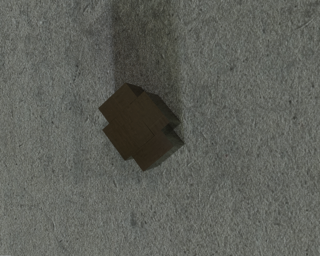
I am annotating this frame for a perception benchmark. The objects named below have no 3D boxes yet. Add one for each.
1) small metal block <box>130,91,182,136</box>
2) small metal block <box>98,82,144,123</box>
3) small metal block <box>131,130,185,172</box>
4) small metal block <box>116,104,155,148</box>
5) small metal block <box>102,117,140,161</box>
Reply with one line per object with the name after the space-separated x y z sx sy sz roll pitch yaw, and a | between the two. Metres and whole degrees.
-0.004 -0.018 0.397 0.025 0.050 0.050 -42 77 15 | small metal block
-0.045 -0.031 0.411 0.050 0.050 0.025 -41 78 15 | small metal block
-0.001 0.028 0.396 0.050 0.050 0.025 -41 78 15 | small metal block
-0.023 -0.002 0.403 0.025 0.050 0.050 -42 77 15 | small metal block
-0.041 0.014 0.410 0.025 0.050 0.050 -42 77 15 | small metal block
